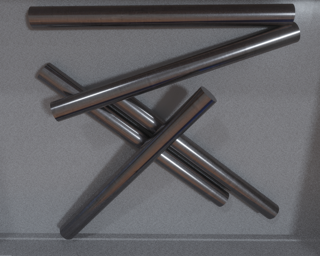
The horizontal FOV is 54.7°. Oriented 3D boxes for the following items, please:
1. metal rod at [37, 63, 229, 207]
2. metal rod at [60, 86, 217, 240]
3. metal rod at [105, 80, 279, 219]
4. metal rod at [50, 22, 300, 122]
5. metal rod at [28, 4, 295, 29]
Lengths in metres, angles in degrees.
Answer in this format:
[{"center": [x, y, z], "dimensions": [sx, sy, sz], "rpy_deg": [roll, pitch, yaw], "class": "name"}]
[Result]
[{"center": [-0.026, 0.016, 0.416], "dimensions": [0.301, 0.025, 0.025], "rpy_deg": [37, 106, -13], "class": "metal rod"}, {"center": [-0.042, 0.059, 0.410], "dimensions": [0.025, 0.025, 0.299], "rpy_deg": [39, 113, -14], "class": "metal rod"}, {"center": [0.049, 0.037, 0.425], "dimensions": [0.301, 0.025, 0.025], "rpy_deg": [37, 106, -13], "class": "metal rod"}, {"center": [0.018, -0.067, 0.369], "dimensions": [0.302, 0.025, 0.025], "rpy_deg": [-19, 109, 0], "class": "metal rod"}, {"center": [0.003, -0.131, 0.362], "dimensions": [0.302, 0.025, 0.025], "rpy_deg": [-1, 110, -1], "class": "metal rod"}]
